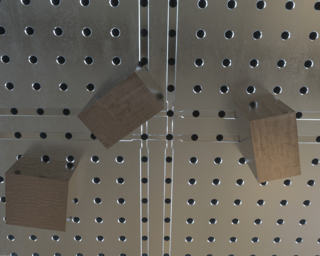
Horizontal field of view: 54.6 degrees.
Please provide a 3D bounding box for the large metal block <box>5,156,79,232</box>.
[{"bbox_3d":[-0.163,0.091,0.432,0.080,0.050,0.079,9,110,-3],"label":"large metal block"}]

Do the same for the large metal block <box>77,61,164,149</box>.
[{"bbox_3d":[-0.043,-0.031,0.372,0.080,0.080,0.050,-35,106,12],"label":"large metal block"}]

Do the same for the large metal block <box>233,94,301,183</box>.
[{"bbox_3d":[0.132,0.010,0.389,0.050,0.080,0.080,-12,110,4],"label":"large metal block"}]
